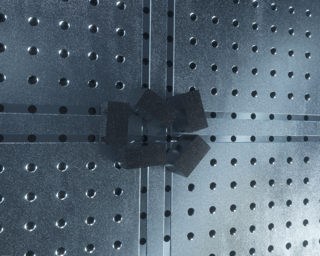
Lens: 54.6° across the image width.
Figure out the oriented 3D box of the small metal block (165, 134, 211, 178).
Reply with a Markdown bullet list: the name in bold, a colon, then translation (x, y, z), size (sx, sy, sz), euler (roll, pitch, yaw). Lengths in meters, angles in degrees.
- **small metal block**: translation (0.033, 0.035, 0.410), size (0.025, 0.050, 0.050), euler (44, 76, -14)

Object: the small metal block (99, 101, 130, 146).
- **small metal block**: translation (-0.057, -0.005, 0.378), size (0.025, 0.050, 0.050), euler (4, 89, -20)

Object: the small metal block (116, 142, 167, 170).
- **small metal block**: translation (-0.025, 0.034, 0.390), size (0.050, 0.050, 0.025), euler (-5, 92, -20)

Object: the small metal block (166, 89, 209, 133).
- **small metal block**: translation (0.035, -0.021, 0.411), size (0.025, 0.050, 0.050), euler (-17, 95, -19)

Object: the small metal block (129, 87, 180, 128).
- **small metal block**: translation (-0.010, -0.024, 0.395), size (0.050, 0.050, 0.025), euler (35, 80, -17)
